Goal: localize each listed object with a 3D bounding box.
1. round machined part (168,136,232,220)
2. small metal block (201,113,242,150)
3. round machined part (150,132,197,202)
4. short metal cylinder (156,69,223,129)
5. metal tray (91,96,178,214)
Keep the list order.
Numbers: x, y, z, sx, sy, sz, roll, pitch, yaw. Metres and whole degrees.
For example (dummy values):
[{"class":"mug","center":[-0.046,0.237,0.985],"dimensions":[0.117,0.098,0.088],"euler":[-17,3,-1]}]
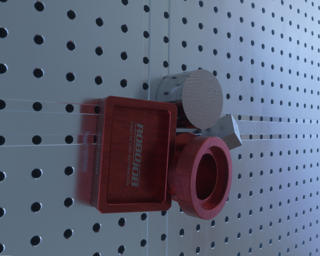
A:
[{"class":"round machined part","center":[0.046,0.058,0.377],"dimensions":[0.099,0.042,0.097],"euler":[-4,95,-50]},{"class":"small metal block","center":[0.090,0.011,0.458],"dimensions":[0.025,0.050,0.050],"euler":[55,23,-27]},{"class":"round machined part","center":[0.037,0.054,0.430],"dimensions":[0.099,0.042,0.097],"euler":[0,90,-40]},{"class":"short metal cylinder","center":[0.042,-0.038,0.430],"dimensions":[0.081,0.050,0.079],"euler":[0,90,-40]},{"class":"metal tray","center":[-0.029,0.032,0.369],"dimensions":[0.091,0.030,0.129],"euler":[5,87,-26]}]
